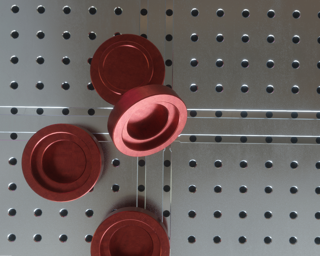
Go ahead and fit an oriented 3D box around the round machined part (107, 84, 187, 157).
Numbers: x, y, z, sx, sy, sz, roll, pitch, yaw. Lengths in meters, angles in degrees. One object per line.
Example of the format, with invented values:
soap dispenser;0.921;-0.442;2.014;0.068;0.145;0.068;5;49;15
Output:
round machined part;-0.019;-0.014;0.387;0.098;0.098;0.042;-34;49;0

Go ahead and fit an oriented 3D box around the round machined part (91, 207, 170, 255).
round machined part;-0.037;0.151;0.405;0.099;0.042;0.097;0;90;-1

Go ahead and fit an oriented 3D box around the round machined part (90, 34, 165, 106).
round machined part;-0.042;-0.075;0.404;0.099;0.042;0.097;0;90;-1

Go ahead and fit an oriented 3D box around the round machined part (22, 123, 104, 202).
round machined part;-0.122;0.043;0.403;0.099;0.042;0.097;0;90;-1
